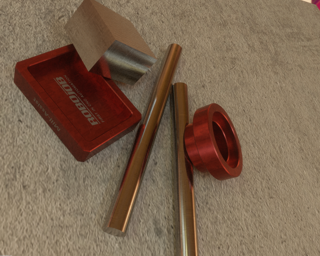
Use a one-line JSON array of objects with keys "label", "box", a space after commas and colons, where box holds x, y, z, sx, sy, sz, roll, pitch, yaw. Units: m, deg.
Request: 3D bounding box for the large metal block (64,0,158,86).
[{"label": "large metal block", "box": [-0.062, -0.107, 0.394, 0.080, 0.050, 0.080, 9, 43, -56]}]

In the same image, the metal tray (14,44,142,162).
[{"label": "metal tray", "box": [-0.096, -0.035, 0.370, 0.130, 0.030, 0.091, 49, 51, 6]}]

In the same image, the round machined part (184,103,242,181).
[{"label": "round machined part", "box": [0.067, 0.020, 0.401, 0.098, 0.042, 0.098, 37, 43, -44]}]

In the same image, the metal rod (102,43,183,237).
[{"label": "metal rod", "box": [-0.011, -0.009, 0.404, 0.025, 0.025, 0.300, 26, 52, -12]}]

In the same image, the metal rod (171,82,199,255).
[{"label": "metal rod", "box": [0.030, 0.068, 0.379, 0.025, 0.025, 0.299, 13, 56, -21]}]
